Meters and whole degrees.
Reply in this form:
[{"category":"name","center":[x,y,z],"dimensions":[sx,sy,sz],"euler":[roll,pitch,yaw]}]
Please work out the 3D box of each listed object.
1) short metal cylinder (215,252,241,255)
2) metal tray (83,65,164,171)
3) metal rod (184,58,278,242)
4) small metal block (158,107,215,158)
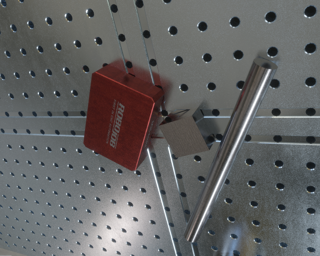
[{"category":"short metal cylinder","center":[0.112,0.244,0.486],"dimensions":[0.080,0.050,0.079],"euler":[13,124,20]},{"category":"metal tray","center":[-0.055,-0.011,0.429],"dimensions":[0.090,0.030,0.129],"euler":[26,127,11]},{"category":"metal rod","center":[0.078,0.052,0.401],"dimensions":[0.025,0.025,0.298],"euler":[24,127,13]},{"category":"small metal block","center":[0.035,0.006,0.396],"dimensions":[0.050,0.025,0.050],"euler":[-17,110,34]}]
